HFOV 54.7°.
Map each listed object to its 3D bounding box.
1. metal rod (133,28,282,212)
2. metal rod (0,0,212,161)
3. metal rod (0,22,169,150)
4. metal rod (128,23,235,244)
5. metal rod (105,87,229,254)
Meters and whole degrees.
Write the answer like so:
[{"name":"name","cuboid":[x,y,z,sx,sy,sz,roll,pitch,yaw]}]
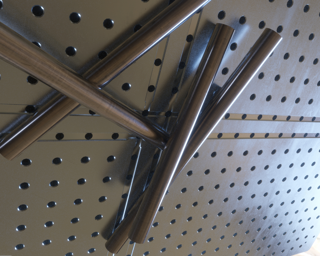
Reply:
[{"name":"metal rod","cuboid":[0.058,0.000,0.418,0.025,0.025,0.299,28,103,-38]},{"name":"metal rod","cuboid":[-0.052,-0.069,0.341,0.300,0.025,0.025,-39,130,-2]},{"name":"metal rod","cuboid":[-0.068,-0.030,0.323,0.025,0.025,0.301,-49,140,6]},{"name":"metal rod","cuboid":[0.025,0.013,0.401,0.025,0.025,0.298,17,99,-35]},{"name":"metal rod","cuboid":[0.010,0.069,0.460,0.025,0.025,0.299,27,103,-38]}]
